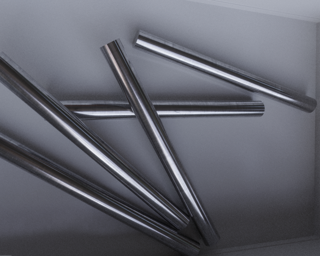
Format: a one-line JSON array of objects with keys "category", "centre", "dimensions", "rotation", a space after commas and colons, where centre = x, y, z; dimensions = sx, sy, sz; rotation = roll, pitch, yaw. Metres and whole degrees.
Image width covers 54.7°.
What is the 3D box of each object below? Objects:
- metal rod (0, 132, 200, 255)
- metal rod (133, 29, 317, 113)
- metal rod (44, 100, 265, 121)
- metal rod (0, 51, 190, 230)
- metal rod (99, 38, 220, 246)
[{"category": "metal rod", "centre": [-0.072, 0.089, 0.383], "dimensions": [0.301, 0.025, 0.025], "rotation": [34, 79, -17]}, {"category": "metal rod", "centre": [0.106, -0.075, 0.449], "dimensions": [0.302, 0.025, 0.025], "rotation": [16, 85, -19]}, {"category": "metal rod", "centre": [0.007, -0.025, 0.412], "dimensions": [0.303, 0.025, 0.025], "rotation": [-2, 91, -20]}, {"category": "metal rod", "centre": [-0.068, 0.030, 0.367], "dimensions": [0.300, 0.025, 0.025], "rotation": [45, 76, -22]}, {"category": "metal rod", "centre": [0.008, 0.031, 0.393], "dimensions": [0.025, 0.025, 0.299], "rotation": [-33, 108, -17]}]
